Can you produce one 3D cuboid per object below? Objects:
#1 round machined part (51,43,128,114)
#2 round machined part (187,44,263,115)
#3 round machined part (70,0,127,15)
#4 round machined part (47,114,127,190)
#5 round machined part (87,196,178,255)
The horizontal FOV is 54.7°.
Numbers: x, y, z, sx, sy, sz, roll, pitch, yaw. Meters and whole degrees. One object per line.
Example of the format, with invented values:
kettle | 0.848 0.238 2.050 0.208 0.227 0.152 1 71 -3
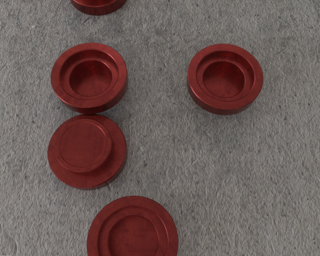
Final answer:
round machined part | -0.092 -0.063 0.421 0.099 0.042 0.098 0 69 0
round machined part | 0.085 -0.062 0.422 0.099 0.042 0.098 0 70 0
round machined part | -0.098 -0.229 0.482 0.099 0.042 0.098 0 70 0
round machined part | -0.092 0.026 0.389 0.099 0.042 0.098 0 70 0
round machined part | -0.029 0.129 0.352 0.099 0.042 0.098 0 70 0
